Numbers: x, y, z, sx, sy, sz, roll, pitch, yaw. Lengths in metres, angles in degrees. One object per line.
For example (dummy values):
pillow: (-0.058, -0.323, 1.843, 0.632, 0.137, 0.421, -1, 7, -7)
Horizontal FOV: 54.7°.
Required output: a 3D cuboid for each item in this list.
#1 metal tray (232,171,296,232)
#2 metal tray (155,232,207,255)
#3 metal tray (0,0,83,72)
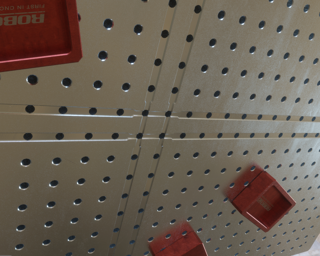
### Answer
metal tray: (0.211, 0.150, 0.619, 0.090, 0.030, 0.130, -46, 130, 4)
metal tray: (0.050, 0.268, 0.604, 0.090, 0.030, 0.129, -29, 129, -10)
metal tray: (-0.141, -0.097, 0.271, 0.131, 0.030, 0.089, -13, 124, -22)
